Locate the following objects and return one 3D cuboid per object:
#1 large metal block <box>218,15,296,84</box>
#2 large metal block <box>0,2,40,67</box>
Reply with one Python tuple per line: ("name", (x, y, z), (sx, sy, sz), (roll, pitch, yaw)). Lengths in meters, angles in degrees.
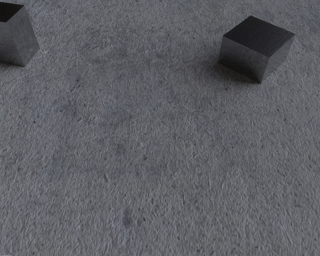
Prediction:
("large metal block", (0.153, -0.127, 0.495), (0.080, 0.050, 0.080), (35, 58, 25))
("large metal block", (-0.251, -0.151, 0.492), (0.080, 0.080, 0.050), (11, 51, 9))
